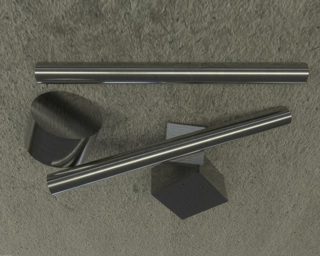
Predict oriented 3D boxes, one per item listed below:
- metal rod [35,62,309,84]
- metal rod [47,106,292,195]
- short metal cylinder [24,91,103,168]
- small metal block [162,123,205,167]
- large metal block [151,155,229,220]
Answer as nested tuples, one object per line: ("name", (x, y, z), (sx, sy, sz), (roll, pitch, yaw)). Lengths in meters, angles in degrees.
("metal rod", (0.014, -0.063, 0.353), (0.302, 0.025, 0.025), (0, 130, -1))
("metal rod", (0.017, 0.024, 0.378), (0.302, 0.025, 0.025), (-16, 130, -7))
("short metal cylinder", (-0.115, 0.001, 0.370), (0.081, 0.080, 0.050), (18, 128, -15))
("small metal block", (0.031, 0.023, 0.408), (0.050, 0.050, 0.025), (7, 163, -7))
("large metal block", (0.043, 0.084, 0.463), (0.080, 0.050, 0.080), (-29, 125, 22))
